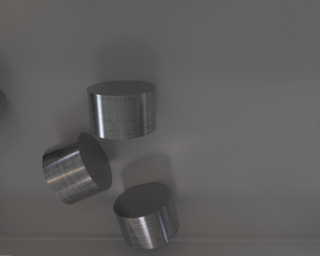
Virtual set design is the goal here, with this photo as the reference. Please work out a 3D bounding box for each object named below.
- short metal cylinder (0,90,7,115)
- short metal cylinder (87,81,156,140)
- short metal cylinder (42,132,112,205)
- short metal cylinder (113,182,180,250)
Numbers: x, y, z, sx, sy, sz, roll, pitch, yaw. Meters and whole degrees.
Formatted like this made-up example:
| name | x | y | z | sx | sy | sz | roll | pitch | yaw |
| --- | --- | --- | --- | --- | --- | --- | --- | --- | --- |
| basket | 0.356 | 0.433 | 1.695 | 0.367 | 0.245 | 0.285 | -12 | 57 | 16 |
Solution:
| name | x | y | z | sx | sy | sz | roll | pitch | yaw |
| --- | --- | --- | --- | --- | --- | --- | --- | --- | --- |
| short metal cylinder | -0.236 | -0.030 | 0.369 | 0.050 | 0.080 | 0.080 | -42 | 105 | 14 |
| short metal cylinder | -0.045 | -0.024 | 0.372 | 0.080 | 0.080 | 0.050 | -1 | 110 | 0 |
| short metal cylinder | -0.104 | 0.052 | 0.400 | 0.050 | 0.080 | 0.080 | -25 | 108 | 9 |
| short metal cylinder | -0.018 | 0.118 | 0.425 | 0.080 | 0.080 | 0.050 | -13 | 110 | 4 |
